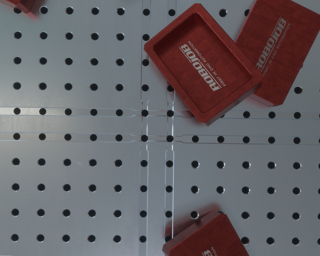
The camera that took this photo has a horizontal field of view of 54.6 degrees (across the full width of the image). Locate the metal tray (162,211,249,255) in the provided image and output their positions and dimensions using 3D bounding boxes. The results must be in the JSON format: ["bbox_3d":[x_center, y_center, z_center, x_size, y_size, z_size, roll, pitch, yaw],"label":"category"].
[{"bbox_3d":[0.073,0.186,0.398,0.091,0.030,0.130,-29,90,-18],"label":"metal tray"}]

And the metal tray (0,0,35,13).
[{"bbox_3d":[-0.221,-0.223,0.409,0.130,0.030,0.090,25,90,0],"label":"metal tray"}]

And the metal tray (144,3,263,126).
[{"bbox_3d":[0.052,-0.079,0.387,0.090,0.030,0.130,-38,74,8],"label":"metal tray"}]

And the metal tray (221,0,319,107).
[{"bbox_3d":[0.144,-0.104,0.412,0.090,0.030,0.130,27,90,0],"label":"metal tray"}]
